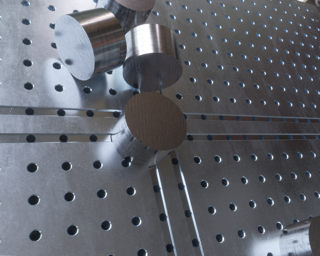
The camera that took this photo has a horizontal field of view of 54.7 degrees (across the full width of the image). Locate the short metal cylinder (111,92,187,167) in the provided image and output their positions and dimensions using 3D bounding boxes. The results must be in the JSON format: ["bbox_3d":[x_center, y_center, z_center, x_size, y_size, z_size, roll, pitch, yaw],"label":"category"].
[{"bbox_3d":[-0.014,0.002,0.385,0.081,0.050,0.080,14,56,-21],"label":"short metal cylinder"}]

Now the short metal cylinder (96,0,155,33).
[{"bbox_3d":[-0.054,-0.193,0.482,0.081,0.050,0.080,14,56,-21],"label":"short metal cylinder"}]

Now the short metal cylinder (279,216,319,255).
[{"bbox_3d":[0.207,0.162,0.408,0.081,0.050,0.080,14,56,-21],"label":"short metal cylinder"}]

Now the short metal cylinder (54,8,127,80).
[{"bbox_3d":[-0.088,-0.106,0.391,0.050,0.080,0.080,-32,80,-38],"label":"short metal cylinder"}]

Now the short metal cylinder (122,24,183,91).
[{"bbox_3d":[-0.012,-0.095,0.426,0.081,0.080,0.050,8,58,-25],"label":"short metal cylinder"}]
